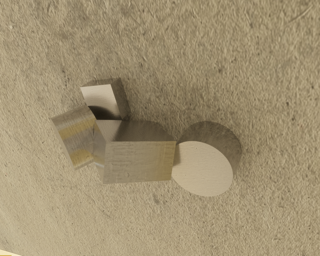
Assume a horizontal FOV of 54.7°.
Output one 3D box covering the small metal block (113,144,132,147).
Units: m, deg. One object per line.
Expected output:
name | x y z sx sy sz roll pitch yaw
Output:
small metal block | -0.052 0.039 0.458 0.050 0.025 0.050 3 120 26

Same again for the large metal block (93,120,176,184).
large metal block | -0.035 0.026 0.382 0.081 0.080 0.050 1 108 -21

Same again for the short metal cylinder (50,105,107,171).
short metal cylinder | -0.113 0.013 0.435 0.080 0.050 0.080 50 155 35

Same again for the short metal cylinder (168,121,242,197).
short metal cylinder | 0.056 0.038 0.385 0.080 0.050 0.079 13 124 20

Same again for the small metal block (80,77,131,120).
small metal block | -0.073 -0.039 0.421 0.050 0.025 0.050 -1 118 28
